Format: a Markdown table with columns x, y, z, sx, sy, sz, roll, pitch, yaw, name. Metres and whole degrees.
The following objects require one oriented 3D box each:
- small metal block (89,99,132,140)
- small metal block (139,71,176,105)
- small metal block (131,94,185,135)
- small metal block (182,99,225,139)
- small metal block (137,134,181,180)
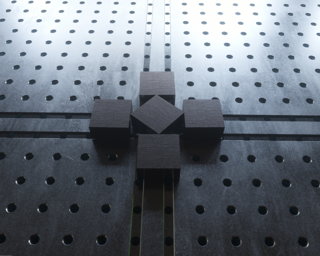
| x | y | z | sx | sy | sz | roll | pitch | yaw | name |
| --- | --- | --- | --- | --- | --- | --- | --- | --- | --- |
| -0.064 | -0.012 | 0.417 | 0.050 | 0.025 | 0.050 | 1 | 50 | 0 | small metal block |
| -0.004 | -0.057 | 0.456 | 0.050 | 0.025 | 0.050 | 0 | 50 | -1 | small metal block |
| -0.003 | -0.012 | 0.417 | 0.050 | 0.025 | 0.050 | 35 | 58 | 25 | small metal block |
| 0.057 | -0.012 | 0.418 | 0.050 | 0.025 | 0.050 | 0 | 50 | -1 | small metal block |
| -0.002 | 0.035 | 0.378 | 0.050 | 0.025 | 0.050 | 0 | 50 | 0 | small metal block |
